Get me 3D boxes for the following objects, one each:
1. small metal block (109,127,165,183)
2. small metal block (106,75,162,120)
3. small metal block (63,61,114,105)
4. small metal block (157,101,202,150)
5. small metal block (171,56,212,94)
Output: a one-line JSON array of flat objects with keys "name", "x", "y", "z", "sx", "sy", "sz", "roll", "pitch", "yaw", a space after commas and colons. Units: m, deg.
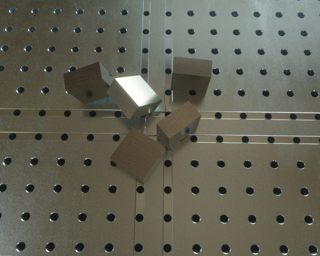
[{"name": "small metal block", "x": -0.028, "y": 0.035, "z": 0.399, "sx": 0.050, "sy": 0.025, "sz": 0.050, "roll": 32, "pitch": 73, "yaw": 10}, {"name": "small metal block", "x": -0.034, "y": -0.042, "z": 0.412, "sx": 0.050, "sy": 0.025, "sz": 0.050, "roll": 49, "pitch": 35, "yaw": 15}, {"name": "small metal block", "x": -0.091, "y": -0.058, "z": 0.413, "sx": 0.050, "sy": 0.050, "sz": 0.025, "roll": -17, "pitch": 70, "yaw": 10}, {"name": "small metal block", "x": 0.023, "y": -0.002, "z": 0.400, "sx": 0.050, "sy": 0.050, "sz": 0.025, "roll": -36, "pitch": 74, "yaw": -12}, {"name": "small metal block", "x": 0.042, "y": -0.071, "z": 0.425, "sx": 0.050, "sy": 0.050, "sz": 0.025, "roll": 6, "pitch": 70, "yaw": 2}]
